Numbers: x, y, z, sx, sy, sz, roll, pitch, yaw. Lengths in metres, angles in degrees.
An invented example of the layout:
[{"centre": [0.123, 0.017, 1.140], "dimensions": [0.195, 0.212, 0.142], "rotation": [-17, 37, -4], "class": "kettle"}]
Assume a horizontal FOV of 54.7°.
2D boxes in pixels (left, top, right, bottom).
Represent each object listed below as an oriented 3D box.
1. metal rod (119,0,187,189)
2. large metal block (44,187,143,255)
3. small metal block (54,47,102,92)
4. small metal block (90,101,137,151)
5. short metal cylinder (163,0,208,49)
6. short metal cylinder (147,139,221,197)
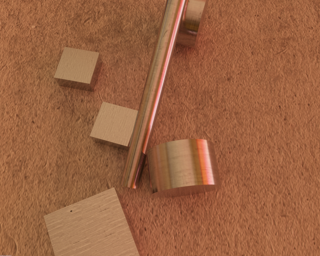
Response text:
[{"centre": [-0.001, -0.073, 0.384], "dimensions": [0.025, 0.025, 0.298], "rotation": [14, 90, 5], "class": "metal rod"}, {"centre": [-0.072, 0.123, 0.349], "dimensions": [0.080, 0.050, 0.080], "rotation": [-21, 72, -8], "class": "large metal block"}, {"centre": [-0.114, -0.083, 0.438], "dimensions": [0.050, 0.025, 0.050], "rotation": [10, 70, 3], "class": "small metal block"}, {"centre": [-0.058, -0.002, 0.408], "dimensions": [0.050, 0.025, 0.050], "rotation": [15, 71, 5], "class": "small metal block"}, {"centre": [0.035, -0.158, 0.437], "dimensions": [0.050, 0.080, 0.080], "rotation": [16, 71, 5], "class": "short metal cylinder"}, {"centre": [0.027, 0.049, 0.361], "dimensions": [0.081, 0.080, 0.050], "rotation": [-6, 70, -2], "class": "short metal cylinder"}]
